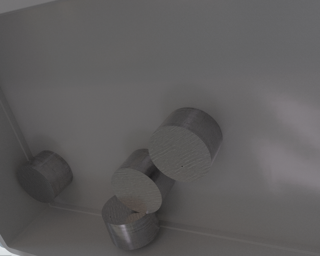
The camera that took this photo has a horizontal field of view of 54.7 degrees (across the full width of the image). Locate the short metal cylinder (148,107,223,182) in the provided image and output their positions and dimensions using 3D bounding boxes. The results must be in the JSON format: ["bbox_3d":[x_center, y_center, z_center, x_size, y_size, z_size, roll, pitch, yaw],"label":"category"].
[{"bbox_3d":[0.032,0.021,0.388,0.080,0.050,0.079,13,124,21],"label":"short metal cylinder"}]

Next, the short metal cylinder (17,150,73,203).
[{"bbox_3d":[-0.205,0.087,0.555,0.080,0.050,0.079,13,124,21],"label":"short metal cylinder"}]

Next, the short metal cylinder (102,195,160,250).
[{"bbox_3d":[-0.045,0.141,0.484,0.080,0.080,0.050,1,119,28],"label":"short metal cylinder"}]

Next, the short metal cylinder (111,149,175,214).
[{"bbox_3d":[-0.024,0.077,0.453,0.080,0.050,0.079,13,124,21],"label":"short metal cylinder"}]
